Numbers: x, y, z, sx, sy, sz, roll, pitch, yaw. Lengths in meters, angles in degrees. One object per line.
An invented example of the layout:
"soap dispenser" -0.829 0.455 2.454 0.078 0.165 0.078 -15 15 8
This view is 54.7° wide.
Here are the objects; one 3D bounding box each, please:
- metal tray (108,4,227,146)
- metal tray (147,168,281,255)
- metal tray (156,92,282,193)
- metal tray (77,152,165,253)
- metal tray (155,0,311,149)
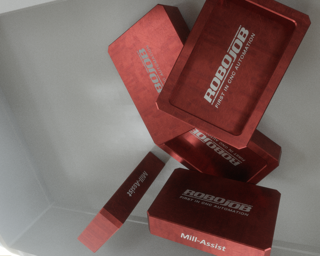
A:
"metal tray" 0.006 -0.056 0.345 0.090 0.030 0.130 -28 88 35
"metal tray" 0.062 0.095 0.353 0.130 0.090 0.030 10 123 22
"metal tray" 0.068 0.022 0.382 0.130 0.030 0.089 37 129 3
"metal tray" -0.050 0.098 0.428 0.030 0.131 0.089 40 129 1
"metal tray" 0.064 -0.057 0.287 0.090 0.030 0.129 27 94 5
